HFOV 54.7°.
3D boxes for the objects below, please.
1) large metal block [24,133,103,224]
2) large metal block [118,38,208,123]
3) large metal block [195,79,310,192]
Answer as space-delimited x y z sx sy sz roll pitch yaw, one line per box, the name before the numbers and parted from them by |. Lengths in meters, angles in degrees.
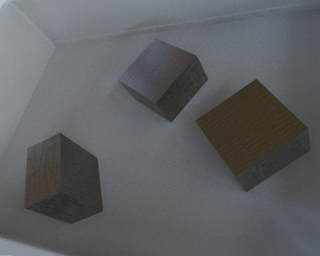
large metal block | -0.119 0.066 0.391 0.050 0.080 0.080 -24 53 13
large metal block | 0.005 -0.067 0.427 0.080 0.050 0.080 34 81 38
large metal block | 0.098 0.008 0.333 0.080 0.050 0.080 -35 52 5
